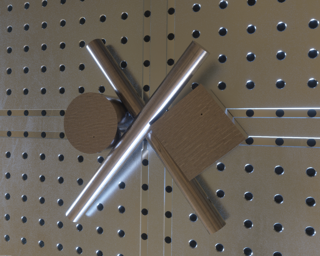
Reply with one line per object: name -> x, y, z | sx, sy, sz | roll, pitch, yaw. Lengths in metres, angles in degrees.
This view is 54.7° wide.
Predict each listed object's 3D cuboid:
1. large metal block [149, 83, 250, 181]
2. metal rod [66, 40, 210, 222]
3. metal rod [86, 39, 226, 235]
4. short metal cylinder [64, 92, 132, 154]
large metal block -> 0.049, 0.005, 0.377 | 0.080, 0.050, 0.080 | -40, 78, 15
metal rod -> -0.040, 0.018, 0.400 | 0.025, 0.025, 0.299 | 44, 112, 14
metal rod -> -0.011, 0.003, 0.412 | 0.025, 0.025, 0.299 | -37, 78, 16
short metal cylinder -> -0.082, -0.007, 0.424 | 0.080, 0.050, 0.079 | 0, 90, 20
